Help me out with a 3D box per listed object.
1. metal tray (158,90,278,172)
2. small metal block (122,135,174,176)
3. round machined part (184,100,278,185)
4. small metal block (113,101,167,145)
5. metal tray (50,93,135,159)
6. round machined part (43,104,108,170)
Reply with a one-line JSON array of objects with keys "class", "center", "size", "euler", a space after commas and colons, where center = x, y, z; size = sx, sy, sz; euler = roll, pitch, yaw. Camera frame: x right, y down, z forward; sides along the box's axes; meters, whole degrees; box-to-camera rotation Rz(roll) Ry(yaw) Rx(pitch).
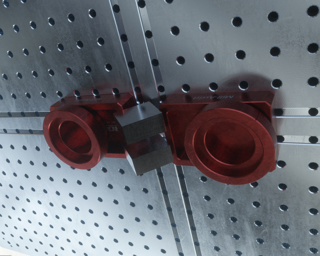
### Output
[{"class": "metal tray", "center": [0.070, 0.004, 0.374], "size": [0.130, 0.030, 0.089], "euler": [1, 119, 27]}, {"class": "small metal block", "center": [-0.017, 0.032, 0.404], "size": [0.050, 0.050, 0.025], "euler": [-135, 28, -61]}, {"class": "round machined part", "center": [0.081, 0.013, 0.349], "size": [0.098, 0.042, 0.097], "euler": [13, 124, 21]}, {"class": "small metal block", "center": [-0.026, -0.008, 0.386], "size": [0.050, 0.050, 0.025], "euler": [-135, 28, -61]}, {"class": "metal tray", "center": [-0.090, -0.001, 0.456], "size": [0.130, 0.030, 0.089], "euler": [-1, 120, 28]}, {"class": "round machined part", "center": [-0.117, 0.009, 0.451], "size": [0.098, 0.042, 0.097], "euler": [13, 124, 21]}]
